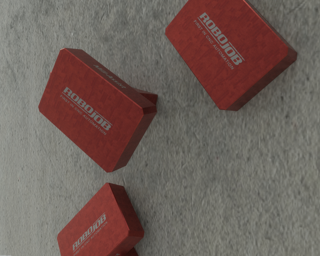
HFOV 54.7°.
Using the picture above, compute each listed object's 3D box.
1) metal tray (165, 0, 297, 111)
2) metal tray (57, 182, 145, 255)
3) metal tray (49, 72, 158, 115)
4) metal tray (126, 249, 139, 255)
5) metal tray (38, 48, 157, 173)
[{"bbox_3d":[0.071,-0.094,0.342,0.090,0.030,0.130,-45,63,30],"label":"metal tray"},{"bbox_3d":[-0.089,0.153,0.441,0.130,0.030,0.090,-47,48,15],"label":"metal tray"},{"bbox_3d":[-0.080,-0.047,0.425,0.130,0.091,0.030,20,103,38],"label":"metal tray"},{"bbox_3d":[-0.090,0.208,0.473,0.129,0.030,0.090,-50,61,28],"label":"metal tray"},{"bbox_3d":[-0.077,-0.022,0.362,0.130,0.030,0.089,38,114,18],"label":"metal tray"}]
